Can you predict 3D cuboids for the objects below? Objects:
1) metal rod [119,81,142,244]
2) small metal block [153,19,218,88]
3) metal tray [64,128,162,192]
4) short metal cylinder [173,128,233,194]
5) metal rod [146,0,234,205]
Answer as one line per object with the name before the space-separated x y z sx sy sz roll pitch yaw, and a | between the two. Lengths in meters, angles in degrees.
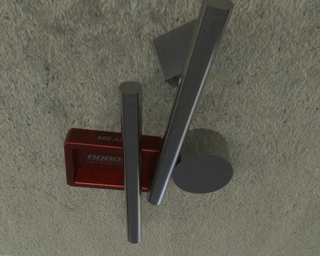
metal rod | -0.037 0.070 0.426 0.025 0.025 0.298 1 130 -2
small metal block | 0.026 -0.077 0.322 0.050 0.050 0.025 -22 161 17
metal tray | -0.066 0.049 0.444 0.131 0.030 0.089 6 130 -6
short metal cylinder | 0.057 0.047 0.432 0.081 0.050 0.079 0 130 0
metal rod | 0.019 0.002 0.347 0.025 0.025 0.298 8 136 -7
